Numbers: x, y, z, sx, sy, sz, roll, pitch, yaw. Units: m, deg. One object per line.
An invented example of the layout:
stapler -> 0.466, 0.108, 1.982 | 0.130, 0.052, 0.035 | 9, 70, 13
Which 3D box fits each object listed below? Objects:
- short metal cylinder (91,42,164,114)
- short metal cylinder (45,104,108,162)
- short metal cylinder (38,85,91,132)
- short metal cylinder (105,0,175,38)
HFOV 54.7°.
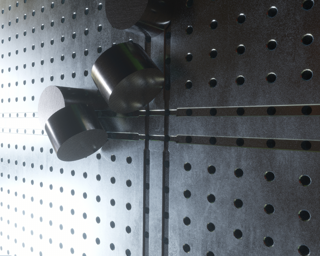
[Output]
short metal cylinder -> -0.042, -0.064, 0.406 | 0.080, 0.081, 0.050 | -49, 61, 28
short metal cylinder -> -0.128, 0.008, 0.476 | 0.080, 0.081, 0.050 | -47, 62, 29
short metal cylinder -> -0.162, -0.030, 0.524 | 0.080, 0.050, 0.079 | 0, 90, 39
short metal cylinder -> -0.027, -0.166, 0.414 | 0.080, 0.050, 0.079 | 0, 90, 39
